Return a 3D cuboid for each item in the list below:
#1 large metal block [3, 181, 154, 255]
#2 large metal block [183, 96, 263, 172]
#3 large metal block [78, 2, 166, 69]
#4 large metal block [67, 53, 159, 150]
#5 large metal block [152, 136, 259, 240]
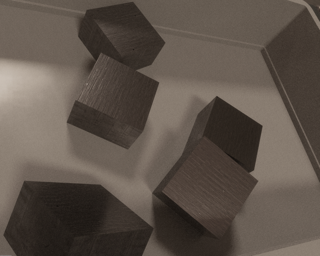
[{"bbox_3d":[-0.067,0.087,0.259,0.080,0.050,0.080,27,7,40],"label":"large metal block"},{"bbox_3d":[0.088,0.016,0.429,0.080,0.050,0.080,32,51,-8],"label":"large metal block"},{"bbox_3d":[-0.054,-0.125,0.438,0.081,0.050,0.080,-29,78,-38],"label":"large metal block"},{"bbox_3d":[-0.056,-0.032,0.380,0.080,0.050,0.080,26,53,-13],"label":"large metal block"},{"bbox_3d":[0.051,0.069,0.361,0.080,0.050,0.080,40,70,-1],"label":"large metal block"}]
